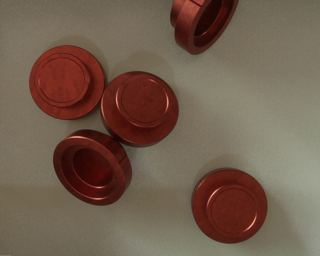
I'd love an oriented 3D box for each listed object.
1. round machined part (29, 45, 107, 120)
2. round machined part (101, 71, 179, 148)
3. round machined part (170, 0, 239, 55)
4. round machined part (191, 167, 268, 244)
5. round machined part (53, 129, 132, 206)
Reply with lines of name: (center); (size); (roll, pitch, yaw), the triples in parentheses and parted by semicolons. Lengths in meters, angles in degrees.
round machined part: (-0.121, -0.059, 0.402); (0.099, 0.042, 0.097); (0, 90, 0)
round machined part: (-0.023, -0.028, 0.386); (0.099, 0.042, 0.098); (5, 72, -14)
round machined part: (0.050, -0.142, 0.378); (0.042, 0.098, 0.098); (40, 90, 19)
round machined part: (0.092, 0.103, 0.403); (0.099, 0.042, 0.097); (0, 90, 0)
round machined part: (-0.079, 0.045, 0.388); (0.098, 0.042, 0.097); (9, 118, 17)
